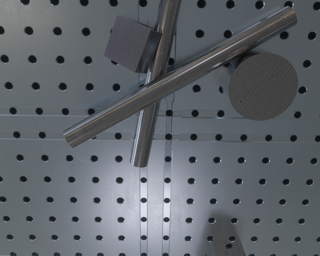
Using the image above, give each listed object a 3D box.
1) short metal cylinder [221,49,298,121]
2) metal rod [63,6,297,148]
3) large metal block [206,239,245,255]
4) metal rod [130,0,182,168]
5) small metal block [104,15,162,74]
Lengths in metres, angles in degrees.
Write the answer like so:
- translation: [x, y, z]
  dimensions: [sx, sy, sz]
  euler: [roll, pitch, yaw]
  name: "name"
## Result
- translation: [0.119, -0.055, 0.381]
  dimensions: [0.081, 0.050, 0.079]
  euler: [0, 110, 0]
  name: "short metal cylinder"
- translation: [0.023, -0.060, 0.368]
  dimensions: [0.301, 0.025, 0.025]
  euler: [-29, 108, 1]
  name: "metal rod"
- translation: [0.098, 0.233, 0.471]
  dimensions: [0.050, 0.080, 0.079]
  euler: [13, 110, -5]
  name: "large metal block"
- translation: [0.000, -0.088, 0.380]
  dimensions: [0.025, 0.025, 0.298]
  euler: [11, 110, -4]
  name: "metal rod"
- translation: [-0.033, -0.098, 0.365]
  dimensions: [0.050, 0.025, 0.050]
  euler: [31, 110, 23]
  name: "small metal block"
